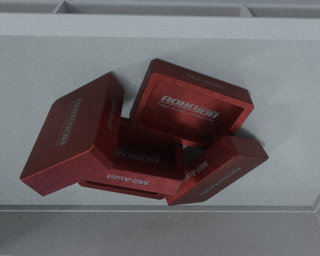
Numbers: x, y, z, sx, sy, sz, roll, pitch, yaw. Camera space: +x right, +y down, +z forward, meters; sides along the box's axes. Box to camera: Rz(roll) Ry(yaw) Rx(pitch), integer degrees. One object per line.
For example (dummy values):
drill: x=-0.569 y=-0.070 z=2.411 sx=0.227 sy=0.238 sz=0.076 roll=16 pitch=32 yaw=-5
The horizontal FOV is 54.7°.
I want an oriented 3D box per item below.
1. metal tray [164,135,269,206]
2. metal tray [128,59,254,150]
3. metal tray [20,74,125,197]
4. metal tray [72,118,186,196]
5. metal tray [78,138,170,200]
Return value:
metal tray: x=0.075 y=0.062 z=0.432 sx=0.091 sy=0.030 sz=0.129 roll=9 pitch=137 yaw=-46
metal tray: x=0.036 y=-0.022 z=0.385 sx=0.131 sy=0.030 sz=0.089 roll=16 pitch=128 yaw=-14
metal tray: x=-0.089 y=0.002 z=0.337 sx=0.090 sy=0.130 sz=0.030 roll=-23 pitch=127 yaw=19
metal tray: x=-0.037 y=0.030 z=0.388 sx=0.131 sy=0.090 sz=0.030 roll=12 pitch=129 yaw=-11
metal tray: x=-0.045 y=0.057 z=0.449 sx=0.131 sy=0.030 sz=0.089 roll=12 pitch=129 yaw=-11
